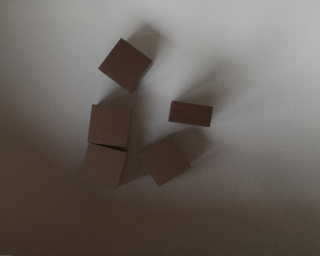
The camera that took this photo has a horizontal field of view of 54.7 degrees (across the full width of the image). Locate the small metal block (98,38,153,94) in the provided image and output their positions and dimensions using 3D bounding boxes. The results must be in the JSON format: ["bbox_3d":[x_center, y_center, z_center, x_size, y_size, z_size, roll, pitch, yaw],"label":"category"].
[{"bbox_3d":[-0.045,-0.082,0.411,0.050,0.025,0.050,37,90,0],"label":"small metal block"}]

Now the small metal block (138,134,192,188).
[{"bbox_3d":[0.006,0.042,0.411,0.050,0.025,0.050,-32,90,0],"label":"small metal block"}]

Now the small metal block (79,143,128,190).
[{"bbox_3d":[-0.074,0.049,0.411,0.050,0.025,0.050,15,90,0],"label":"small metal block"}]

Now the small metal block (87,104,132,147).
[{"bbox_3d":[-0.065,-0.003,0.411,0.050,0.025,0.050,7,90,0],"label":"small metal block"}]

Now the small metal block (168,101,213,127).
[{"bbox_3d":[0.038,-0.017,0.399,0.050,0.050,0.025,8,90,0],"label":"small metal block"}]
